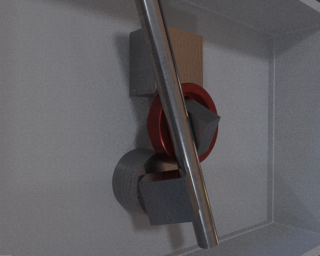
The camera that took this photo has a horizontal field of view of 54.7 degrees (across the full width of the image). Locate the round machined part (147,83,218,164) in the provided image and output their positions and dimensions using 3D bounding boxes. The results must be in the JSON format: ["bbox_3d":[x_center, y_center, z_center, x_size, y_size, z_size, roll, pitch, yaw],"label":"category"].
[{"bbox_3d":[0.023,-0.004,0.377,0.099,0.042,0.097,0,90,-40],"label":"round machined part"}]

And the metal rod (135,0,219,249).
[{"bbox_3d":[0.019,-0.007,0.332,0.025,0.025,0.298,-25,106,-38],"label":"metal rod"}]

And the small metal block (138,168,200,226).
[{"bbox_3d":[0.011,0.074,0.331,0.025,0.050,0.050,-47,124,-69],"label":"small metal block"}]

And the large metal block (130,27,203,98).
[{"bbox_3d":[0.009,-0.080,0.396,0.081,0.050,0.079,0,90,-40],"label":"large metal block"}]

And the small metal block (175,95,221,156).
[{"bbox_3d":[0.036,-0.002,0.358,0.025,0.050,0.050,-25,141,-41],"label":"small metal block"}]

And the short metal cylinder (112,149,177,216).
[{"bbox_3d":[-0.011,0.066,0.382,0.081,0.050,0.079,0,90,-40],"label":"short metal cylinder"}]
